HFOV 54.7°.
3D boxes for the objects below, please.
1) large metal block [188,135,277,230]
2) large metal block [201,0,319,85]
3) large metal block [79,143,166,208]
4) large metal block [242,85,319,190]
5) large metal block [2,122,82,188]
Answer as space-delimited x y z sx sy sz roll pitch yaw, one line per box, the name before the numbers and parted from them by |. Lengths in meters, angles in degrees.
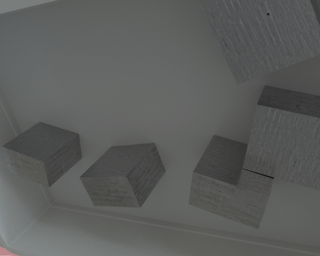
large metal block | 0.088 0.059 0.363 0.080 0.080 0.050 16 125 19
large metal block | 0.097 -0.097 0.282 0.080 0.050 0.080 -18 109 35
large metal block | -0.050 0.066 0.440 0.080 0.080 0.050 -7 115 31
large metal block | 0.139 0.009 0.325 0.080 0.050 0.079 15 125 19
large metal block | -0.185 0.039 0.495 0.080 0.080 0.050 15 125 19
